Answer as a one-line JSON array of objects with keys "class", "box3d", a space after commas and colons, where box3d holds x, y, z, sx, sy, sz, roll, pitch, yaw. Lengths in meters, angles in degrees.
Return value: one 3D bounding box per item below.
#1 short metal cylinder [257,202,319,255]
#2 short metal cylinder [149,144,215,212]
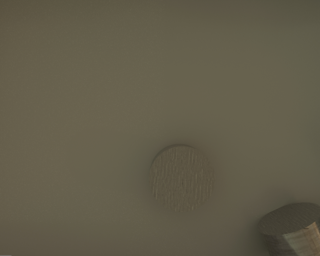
[{"class": "short metal cylinder", "box3d": [0.171, 0.135, 0.386, 0.080, 0.080, 0.050, -24, 90, 0]}, {"class": "short metal cylinder", "box3d": [0.027, 0.062, 0.399, 0.081, 0.050, 0.079, 0, 90, -1]}]
